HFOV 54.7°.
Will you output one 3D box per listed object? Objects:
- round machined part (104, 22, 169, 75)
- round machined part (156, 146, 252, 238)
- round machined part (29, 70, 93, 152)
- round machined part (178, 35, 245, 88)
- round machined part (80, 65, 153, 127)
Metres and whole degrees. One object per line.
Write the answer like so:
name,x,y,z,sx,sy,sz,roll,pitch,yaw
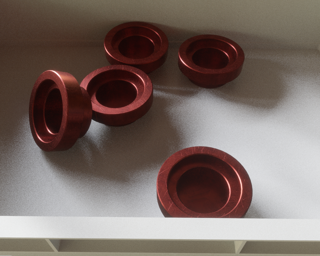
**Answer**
round machined part,-0.037,-0.120,0.490,0.099,0.042,0.098,2,56,-3
round machined part,0.046,0.071,0.335,0.099,0.042,0.098,0,50,0
round machined part,-0.121,-0.020,0.385,0.042,0.097,0.098,1,39,-47
round machined part,0.077,-0.099,0.478,0.099,0.042,0.098,0,50,0
round machined part,-0.059,-0.040,0.427,0.099,0.042,0.098,0,50,0
